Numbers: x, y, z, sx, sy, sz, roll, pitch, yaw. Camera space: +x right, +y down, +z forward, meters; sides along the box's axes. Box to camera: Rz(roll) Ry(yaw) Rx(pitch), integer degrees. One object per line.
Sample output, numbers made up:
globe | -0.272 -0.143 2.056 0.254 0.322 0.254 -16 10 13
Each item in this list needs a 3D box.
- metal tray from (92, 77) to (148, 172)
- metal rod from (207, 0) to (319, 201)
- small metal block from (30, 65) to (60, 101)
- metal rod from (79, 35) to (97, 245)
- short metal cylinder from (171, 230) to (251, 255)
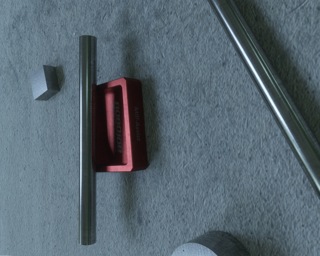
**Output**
metal tray | -0.065 -0.001 0.455 0.090 0.030 0.129 -8 85 39
metal rod | 0.121 -0.021 0.305 0.025 0.025 0.299 -36 68 34
small metal block | -0.218 -0.084 0.585 0.050 0.025 0.050 -24 75 37
metal rod | -0.105 0.017 0.451 0.025 0.025 0.298 0 90 40
short metal cylinder | 0.057 0.160 0.342 0.080 0.050 0.079 0 90 40
